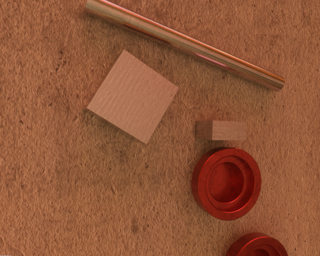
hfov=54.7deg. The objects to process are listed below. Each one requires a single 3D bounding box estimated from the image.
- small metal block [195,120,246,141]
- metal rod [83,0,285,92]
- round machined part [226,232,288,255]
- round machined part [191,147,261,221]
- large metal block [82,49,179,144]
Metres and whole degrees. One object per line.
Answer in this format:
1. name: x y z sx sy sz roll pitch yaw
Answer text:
1. small metal block: 0.082 0.003 0.426 0.050 0.050 0.025 2 90 -20
2. metal rod: 0.047 -0.110 0.426 0.302 0.025 0.025 17 84 -19
3. round machined part: 0.134 0.200 0.450 0.099 0.042 0.097 0 90 -20
4. round machined part: 0.088 0.075 0.433 0.099 0.042 0.097 0 90 -20
5. large metal block: -0.037 -0.036 0.382 0.080 0.050 0.080 33 79 -17
